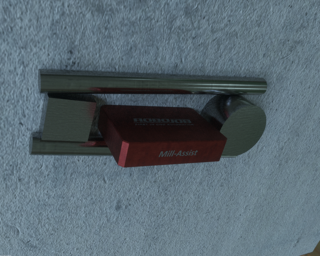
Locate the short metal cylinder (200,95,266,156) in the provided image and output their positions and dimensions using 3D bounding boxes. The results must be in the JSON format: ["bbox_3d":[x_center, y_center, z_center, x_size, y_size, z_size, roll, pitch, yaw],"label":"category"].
[{"bbox_3d":[0.103,-0.007,0.444,0.081,0.050,0.079,-14,124,-21],"label":"short metal cylinder"}]

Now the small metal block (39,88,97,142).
[{"bbox_3d":[-0.103,-0.013,0.344,0.050,0.025,0.050,4,116,-31],"label":"small metal block"}]

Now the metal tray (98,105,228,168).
[{"bbox_3d":[0.002,0.006,0.369,0.131,0.090,0.030,0,118,-28],"label":"metal tray"}]

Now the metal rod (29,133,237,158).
[{"bbox_3d":[-0.012,0.026,0.418,0.302,0.025,0.025,4,117,-30],"label":"metal rod"}]

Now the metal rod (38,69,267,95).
[{"bbox_3d":[0.012,-0.054,0.382,0.303,0.025,0.025,-3,120,-27],"label":"metal rod"}]
